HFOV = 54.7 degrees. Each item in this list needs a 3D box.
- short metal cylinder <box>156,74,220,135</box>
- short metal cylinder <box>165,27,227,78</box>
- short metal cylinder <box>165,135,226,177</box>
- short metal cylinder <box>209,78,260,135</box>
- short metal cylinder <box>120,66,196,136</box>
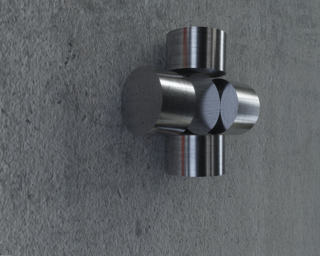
[{"bbox_3d":[0.037,-0.031,0.423,0.081,0.050,0.079,0,90,-40],"label":"short metal cylinder"},{"bbox_3d":[0.048,-0.097,0.411,0.081,0.080,0.050,2,89,-40],"label":"short metal cylinder"},{"bbox_3d":[0.046,0.034,0.411,0.081,0.080,0.050,0,89,-40],"label":"short metal cylinder"},{"bbox_3d":[0.097,-0.030,0.454,0.050,0.080,0.079,3,89,-40],"label":"short metal cylinder"},{"bbox_3d":[-0.004,-0.030,0.369,0.050,0.080,0.079,3,89,-40],"label":"short metal cylinder"}]
